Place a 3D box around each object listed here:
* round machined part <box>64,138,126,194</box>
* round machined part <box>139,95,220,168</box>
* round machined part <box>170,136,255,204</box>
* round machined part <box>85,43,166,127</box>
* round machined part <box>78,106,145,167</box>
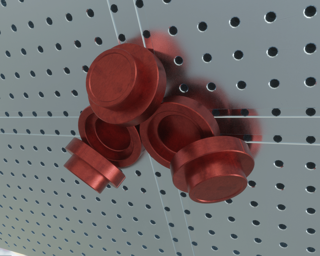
[{"bbox_3d":[-0.102,0.061,0.460,0.098,0.042,0.098,34,163,12],"label":"round machined part"},{"bbox_3d":[0.027,0.004,0.387,0.098,0.042,0.097,13,124,20],"label":"round machined part"},{"bbox_3d":[0.064,0.055,0.365,0.099,0.042,0.097,-7,142,-5],"label":"round machined part"},{"bbox_3d":[-0.046,-0.052,0.357,0.098,0.042,0.098,-5,78,26],"label":"round machined part"},{"bbox_3d":[-0.061,0.003,0.431,0.098,0.042,0.097,13,124,20],"label":"round machined part"}]
